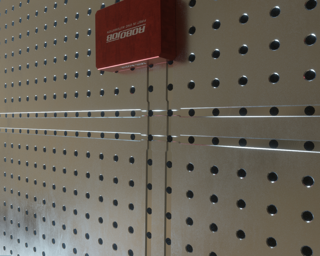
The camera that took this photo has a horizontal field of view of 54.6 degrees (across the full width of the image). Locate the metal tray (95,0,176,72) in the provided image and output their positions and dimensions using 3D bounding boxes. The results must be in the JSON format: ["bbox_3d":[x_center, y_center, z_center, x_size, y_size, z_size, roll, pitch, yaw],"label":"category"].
[{"bbox_3d":[-0.039,-0.133,0.439,0.130,0.030,0.090,-1,89,40],"label":"metal tray"}]
